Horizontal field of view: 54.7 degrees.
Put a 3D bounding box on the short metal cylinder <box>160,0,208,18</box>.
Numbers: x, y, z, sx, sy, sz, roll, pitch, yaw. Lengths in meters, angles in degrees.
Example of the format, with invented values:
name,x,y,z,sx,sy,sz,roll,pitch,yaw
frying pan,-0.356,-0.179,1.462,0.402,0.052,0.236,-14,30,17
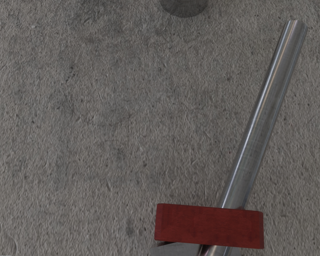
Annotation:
name,x,y,z,sx,sy,sz,roll,pitch,yaw
short metal cylinder,0.038,-0.219,0.475,0.081,0.050,0.080,0,70,0

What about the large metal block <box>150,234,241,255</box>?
name,x,y,z,sx,sy,sz,roll,pitch,yaw
large metal block,0.036,0.138,0.319,0.080,0.080,0.050,-12,72,-3

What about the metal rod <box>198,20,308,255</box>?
name,x,y,z,sx,sy,sz,roll,pitch,yaw
metal rod,0.085,0.028,0.293,0.025,0.025,0.299,22,77,7

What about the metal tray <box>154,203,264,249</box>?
name,x,y,z,sx,sy,sz,roll,pitch,yaw
metal tray,0.041,0.102,0.316,0.091,0.130,0.030,4,70,1
